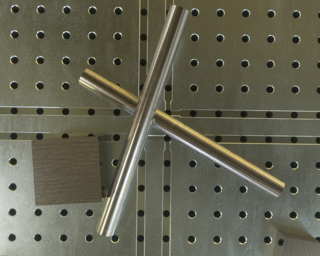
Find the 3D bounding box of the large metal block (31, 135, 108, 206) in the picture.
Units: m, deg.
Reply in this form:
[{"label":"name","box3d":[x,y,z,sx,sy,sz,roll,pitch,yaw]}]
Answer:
[{"label":"large metal block","box3d":[-0.113,0.052,0.399,0.081,0.050,0.079,-3,90,-1]}]

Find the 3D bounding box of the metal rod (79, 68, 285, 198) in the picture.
[{"label":"metal rod","box3d":[0.029,0.007,0.413,0.301,0.025,0.025,30,90,-1]}]

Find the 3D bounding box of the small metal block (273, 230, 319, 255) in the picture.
[{"label":"small metal block","box3d":[0.182,0.171,0.416,0.050,0.025,0.050,11,90,-1]}]

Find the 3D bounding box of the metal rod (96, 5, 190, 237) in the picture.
[{"label":"metal rod","box3d":[-0.025,-0.002,0.389,0.025,0.025,0.298,19,99,-1]}]
